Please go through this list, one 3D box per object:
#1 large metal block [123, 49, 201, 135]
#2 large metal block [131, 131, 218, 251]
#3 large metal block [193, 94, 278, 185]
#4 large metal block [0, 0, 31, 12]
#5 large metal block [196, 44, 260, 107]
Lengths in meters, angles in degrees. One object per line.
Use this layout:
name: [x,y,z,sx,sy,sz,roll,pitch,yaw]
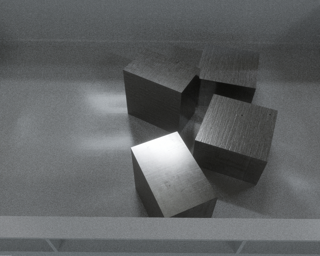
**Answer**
large metal block: [0.002,-0.047,0.409,0.080,0.080,0.050,24,54,18]
large metal block: [0.011,0.065,0.315,0.050,0.080,0.080,-19,53,-15]
large metal block: [0.091,0.012,0.380,0.080,0.050,0.080,17,52,13]
large metal block: [-0.315,-0.280,0.622,0.081,0.050,0.080,-17,52,-14]
large metal block: [0.096,-0.073,0.451,0.080,0.050,0.080,12,51,9]
